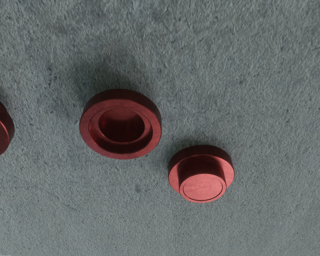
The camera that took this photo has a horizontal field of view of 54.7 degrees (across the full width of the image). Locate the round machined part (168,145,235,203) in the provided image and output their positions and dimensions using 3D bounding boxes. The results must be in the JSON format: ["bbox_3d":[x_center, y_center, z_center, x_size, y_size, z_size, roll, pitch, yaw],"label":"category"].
[{"bbox_3d":[0.061,0.074,0.460,0.099,0.042,0.097,0,130,0],"label":"round machined part"}]

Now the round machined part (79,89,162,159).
[{"bbox_3d":[-0.047,-0.009,0.388,0.099,0.042,0.097,0,130,0],"label":"round machined part"}]

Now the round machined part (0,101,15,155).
[{"bbox_3d":[-0.232,-0.009,0.386,0.099,0.042,0.097,0,130,0],"label":"round machined part"}]
